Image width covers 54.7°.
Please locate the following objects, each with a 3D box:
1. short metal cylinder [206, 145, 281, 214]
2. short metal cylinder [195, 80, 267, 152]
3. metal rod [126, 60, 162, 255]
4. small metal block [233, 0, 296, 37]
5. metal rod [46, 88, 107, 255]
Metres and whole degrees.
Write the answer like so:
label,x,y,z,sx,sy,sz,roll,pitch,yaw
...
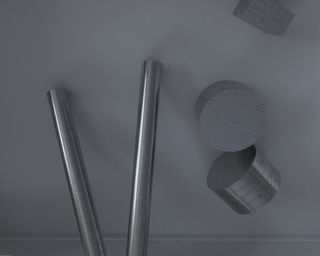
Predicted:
label,x,y,z,sx,sy,sz,roll,pitch,yaw
short metal cylinder,0.109,0.065,0.408,0.080,0.080,0.050,-42,105,14
short metal cylinder,0.087,-0.016,0.393,0.081,0.050,0.079,0,110,-1
metal rod,-0.021,0.068,0.373,0.025,0.025,0.298,5,86,-2
small metal block,0.116,-0.129,0.352,0.050,0.050,0.025,25,108,-9
metal rod,-0.092,0.096,0.376,0.025,0.025,0.299,-16,83,5
